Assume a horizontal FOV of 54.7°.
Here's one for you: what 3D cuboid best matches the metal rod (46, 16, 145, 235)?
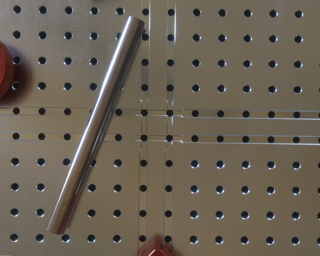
[{"bbox_3d":[-0.085,-0.004,0.412,0.025,0.025,0.299,21,90,0],"label":"metal rod"}]

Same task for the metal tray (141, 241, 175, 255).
[{"bbox_3d":[0.012,0.229,0.410,0.130,0.030,0.090,44,90,0],"label":"metal tray"}]

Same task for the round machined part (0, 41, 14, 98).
[{"bbox_3d":[-0.239,-0.076,0.403,0.099,0.042,0.097,0,90,0],"label":"round machined part"}]
